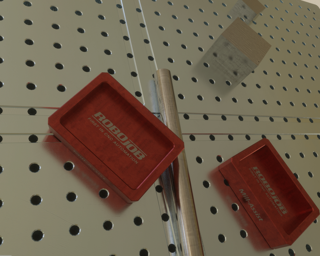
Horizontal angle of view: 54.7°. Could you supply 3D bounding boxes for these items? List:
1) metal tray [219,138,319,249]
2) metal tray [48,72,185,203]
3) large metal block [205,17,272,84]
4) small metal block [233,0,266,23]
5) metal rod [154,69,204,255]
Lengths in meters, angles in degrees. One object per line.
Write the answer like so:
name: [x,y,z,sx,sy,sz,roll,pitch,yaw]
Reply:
metal tray: [0.153,0.087,0.434,0.091,0.030,0.130,-23,74,-36]
metal tray: [-0.049,0.010,0.356,0.130,0.030,0.090,43,68,1]
large metal block: [0.140,-0.139,0.552,0.080,0.050,0.080,41,51,0]
small metal block: [0.194,-0.261,0.672,0.050,0.025,0.050,45,51,3]
metal rod: [0.023,0.051,0.388,0.025,0.025,0.299,6,59,-25]
